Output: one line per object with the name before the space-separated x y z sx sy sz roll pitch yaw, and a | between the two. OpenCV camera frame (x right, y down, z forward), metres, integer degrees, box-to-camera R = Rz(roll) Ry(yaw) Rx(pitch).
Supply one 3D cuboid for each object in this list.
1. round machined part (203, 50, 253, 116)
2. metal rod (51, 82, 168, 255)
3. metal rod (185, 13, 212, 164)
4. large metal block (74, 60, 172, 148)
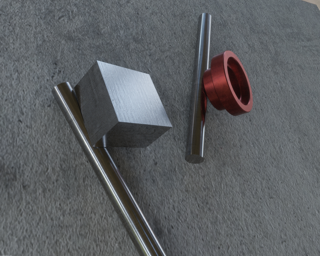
round machined part | 0.101 -0.065 0.473 0.098 0.042 0.098 29 52 -45
metal rod | -0.041 0.077 0.336 0.025 0.025 0.299 -22 74 -36
metal rod | 0.064 -0.081 0.489 0.025 0.025 0.300 21 54 -16
large metal block | -0.043 -0.024 0.363 0.081 0.050 0.080 5 54 -47
